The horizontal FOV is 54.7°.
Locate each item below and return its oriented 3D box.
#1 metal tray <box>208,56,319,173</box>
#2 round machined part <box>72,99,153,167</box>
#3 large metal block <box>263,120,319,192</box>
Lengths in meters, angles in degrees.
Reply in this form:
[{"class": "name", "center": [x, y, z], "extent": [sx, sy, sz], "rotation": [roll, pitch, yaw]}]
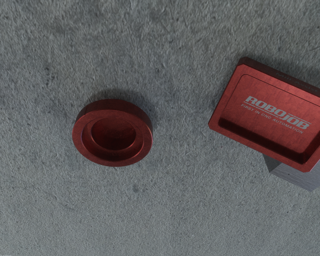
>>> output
[{"class": "metal tray", "center": [0.133, -0.014, 0.357], "extent": [0.130, 0.030, 0.089], "rotation": [26, 123, 6]}, {"class": "round machined part", "center": [-0.058, 0.002, 0.397], "extent": [0.099, 0.042, 0.097], "rotation": [-1, 130, 0]}, {"class": "large metal block", "center": [0.200, 0.033, 0.422], "extent": [0.080, 0.050, 0.080], "rotation": [25, 126, -20]}]
